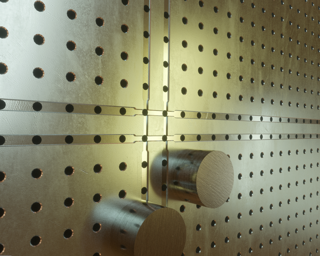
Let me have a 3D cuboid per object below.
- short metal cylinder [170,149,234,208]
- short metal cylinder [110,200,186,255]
[{"bbox_3d":[0.062,0.071,0.447,0.081,0.050,0.079,0,90,-40],"label":"short metal cylinder"},{"bbox_3d":[-0.014,0.134,0.384,0.081,0.050,0.079,0,90,-40],"label":"short metal cylinder"}]
